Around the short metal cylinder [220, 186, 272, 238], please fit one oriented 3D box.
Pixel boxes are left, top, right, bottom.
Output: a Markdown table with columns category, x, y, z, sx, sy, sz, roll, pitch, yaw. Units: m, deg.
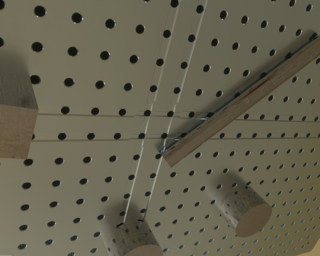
| category | x | y | z | sx | sy | sz | roll | pitch | yaw |
| --- | --- | --- | --- | --- | --- | --- | --- | --- | --- |
| short metal cylinder | 0.160 | 0.156 | 0.579 | 0.081 | 0.050 | 0.079 | -14 | 124 | -21 |

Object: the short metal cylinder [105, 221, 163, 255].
| category | x | y | z | sx | sy | sz | roll | pitch | yaw |
| --- | --- | --- | --- | --- | --- | --- | --- | --- | --- |
| short metal cylinder | -0.042 | 0.196 | 0.493 | 0.081 | 0.050 | 0.079 | -14 | 124 | -21 |

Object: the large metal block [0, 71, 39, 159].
| category | x | y | z | sx | sy | sz | roll | pitch | yaw |
| --- | --- | --- | --- | --- | --- | --- | --- | --- | --- |
| large metal block | -0.161 | -0.017 | 0.277 | 0.081 | 0.080 | 0.050 | 8 | 114 | -32 |

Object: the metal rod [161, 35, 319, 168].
| category | x | y | z | sx | sy | sz | roll | pitch | yaw |
| --- | --- | --- | --- | --- | --- | --- | --- | --- | --- |
| metal rod | 0.129 | -0.042 | 0.455 | 0.301 | 0.025 | 0.025 | -37 | 129 | -4 |
